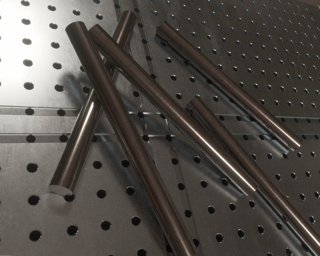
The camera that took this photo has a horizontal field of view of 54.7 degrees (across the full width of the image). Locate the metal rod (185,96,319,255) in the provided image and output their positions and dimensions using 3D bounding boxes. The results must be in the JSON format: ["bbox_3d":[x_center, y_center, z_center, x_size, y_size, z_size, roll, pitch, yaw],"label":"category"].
[{"bbox_3d":[0.143,0.074,0.442,0.300,0.025,0.025,50,51,6],"label":"metal rod"}]

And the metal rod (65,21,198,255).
[{"bbox_3d":[-0.037,0.009,0.360,0.025,0.025,0.299,-21,81,-36],"label":"metal rod"}]

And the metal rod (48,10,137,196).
[{"bbox_3d":[-0.075,-0.056,0.402,0.025,0.025,0.300,23,53,-15],"label":"metal rod"}]

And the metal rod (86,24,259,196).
[{"bbox_3d":[0.019,-0.020,0.413,0.300,0.025,0.025,44,51,-6],"label":"metal rod"}]

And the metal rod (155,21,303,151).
[{"bbox_3d":[0.114,-0.069,0.513,0.300,0.025,0.025,41,51,-1],"label":"metal rod"}]
